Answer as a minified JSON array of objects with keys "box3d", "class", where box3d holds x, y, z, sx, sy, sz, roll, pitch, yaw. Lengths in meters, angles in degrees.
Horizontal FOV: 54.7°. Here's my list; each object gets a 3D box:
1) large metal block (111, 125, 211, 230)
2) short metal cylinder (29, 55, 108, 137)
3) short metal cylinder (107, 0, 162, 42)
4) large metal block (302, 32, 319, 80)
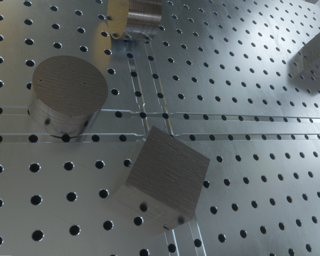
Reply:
[{"box3d":[0.002,0.057,0.358,0.080,0.050,0.080,31,52,-8],"class":"large metal block"},{"box3d":[-0.106,-0.036,0.357,0.081,0.050,0.080,14,56,-21],"class":"short metal cylinder"},{"box3d":[-0.039,-0.170,0.455,0.050,0.080,0.080,-4,64,-30],"class":"short metal cylinder"},{"box3d":[0.365,-0.150,0.680,0.080,0.050,0.080,26,53,-12],"class":"large metal block"}]
